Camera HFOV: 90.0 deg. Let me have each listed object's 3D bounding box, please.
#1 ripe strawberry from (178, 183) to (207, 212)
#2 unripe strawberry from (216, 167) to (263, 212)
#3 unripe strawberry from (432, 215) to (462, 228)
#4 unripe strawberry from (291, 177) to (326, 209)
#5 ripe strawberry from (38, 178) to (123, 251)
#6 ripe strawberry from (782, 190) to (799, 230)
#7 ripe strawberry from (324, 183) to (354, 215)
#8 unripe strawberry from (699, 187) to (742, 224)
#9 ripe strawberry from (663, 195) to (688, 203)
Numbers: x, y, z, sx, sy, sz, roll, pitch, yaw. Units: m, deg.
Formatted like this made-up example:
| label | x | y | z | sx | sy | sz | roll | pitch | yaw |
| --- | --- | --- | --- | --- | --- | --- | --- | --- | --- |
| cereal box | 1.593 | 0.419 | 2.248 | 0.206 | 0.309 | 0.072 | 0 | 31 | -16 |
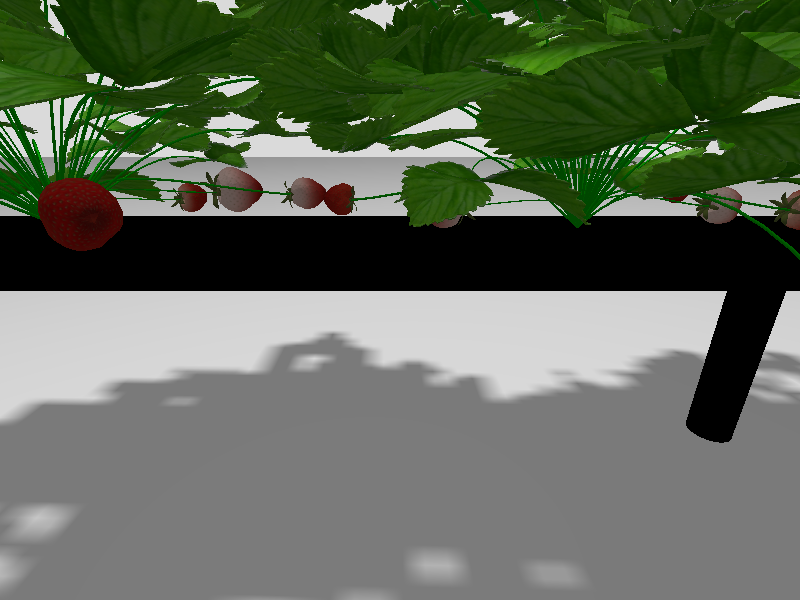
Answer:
| label | x | y | z | sx | sy | sz | roll | pitch | yaw |
| --- | --- | --- | --- | --- | --- | --- | --- | --- | --- |
| ripe strawberry | -0.220 | -0.110 | 0.428 | 0.026 | 0.030 | 0.029 | 17 | 26 | 37 |
| unripe strawberry | -0.175 | -0.121 | 0.439 | 0.049 | 0.048 | 0.045 | -17 | 27 | -38 |
| unripe strawberry | 0.035 | -0.083 | 0.345 | 0.039 | 0.041 | 0.036 | 0 | 21 | 1 |
| unripe strawberry | -0.101 | -0.118 | 0.442 | 0.039 | 0.034 | 0.039 | -10 | 24 | -26 |
| ripe strawberry | -0.217 | -0.058 | 0.277 | 0.050 | 0.050 | 0.047 | 19 | 28 | 39 |
| ripe strawberry | 0.351 | -0.077 | 0.343 | 0.036 | 0.034 | 0.033 | 1 | 21 | 0 |
| ripe strawberry | -0.062 | -0.103 | 0.407 | 0.030 | 0.031 | 0.028 | 6 | 22 | 16 |
| unripe strawberry | 0.301 | -0.089 | 0.374 | 0.034 | 0.034 | 0.032 | -4 | 22 | -11 |
| ripe strawberry | 0.343 | -0.135 | 0.498 | 0.032 | 0.027 | 0.032 | 23 | -22 | 45 |
